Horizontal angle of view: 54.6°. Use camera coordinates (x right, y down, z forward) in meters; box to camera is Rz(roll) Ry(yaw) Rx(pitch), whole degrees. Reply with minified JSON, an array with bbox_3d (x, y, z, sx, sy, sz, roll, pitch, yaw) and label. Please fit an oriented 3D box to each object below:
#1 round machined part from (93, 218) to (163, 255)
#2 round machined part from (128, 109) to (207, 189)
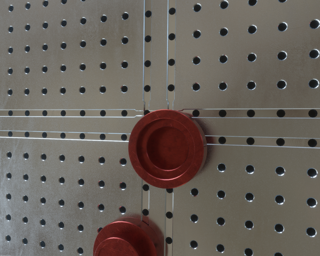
[{"bbox_3d":[-0.049,0.176,0.421,0.098,0.042,0.097,0,90,20],"label":"round machined part"},{"bbox_3d":[0.013,0.026,0.399,0.098,0.042,0.097,0,90,20],"label":"round machined part"}]
